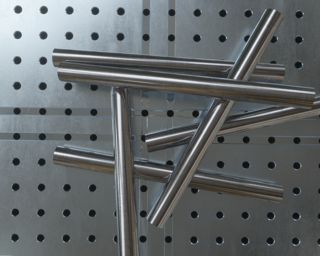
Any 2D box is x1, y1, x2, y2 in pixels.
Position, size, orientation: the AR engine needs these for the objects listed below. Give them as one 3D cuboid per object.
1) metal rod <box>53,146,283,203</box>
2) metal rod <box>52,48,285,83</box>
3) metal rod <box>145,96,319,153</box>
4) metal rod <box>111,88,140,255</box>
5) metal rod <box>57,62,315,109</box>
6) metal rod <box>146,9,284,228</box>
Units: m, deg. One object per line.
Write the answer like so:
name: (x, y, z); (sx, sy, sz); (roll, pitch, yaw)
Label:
metal rod: (0.011, 0.062, 0.413); (0.302, 0.025, 0.025); (10, 90, 0)
metal rod: (0.012, -0.083, 0.413); (0.302, 0.025, 0.025); (4, 90, 0)
metal rod: (0.130, -0.012, 0.414); (0.301, 0.025, 0.025); (-13, 90, 0)
metal rod: (-0.042, 0.078, 0.380); (0.025, 0.025, 0.299); (-5, 77, 0)
metal rod: (0.022, -0.053, 0.372); (0.301, 0.025, 0.025); (8, 90, 10)
metal rod: (0.068, -0.012, 0.387); (0.025, 0.025, 0.299); (30, 90, 0)
